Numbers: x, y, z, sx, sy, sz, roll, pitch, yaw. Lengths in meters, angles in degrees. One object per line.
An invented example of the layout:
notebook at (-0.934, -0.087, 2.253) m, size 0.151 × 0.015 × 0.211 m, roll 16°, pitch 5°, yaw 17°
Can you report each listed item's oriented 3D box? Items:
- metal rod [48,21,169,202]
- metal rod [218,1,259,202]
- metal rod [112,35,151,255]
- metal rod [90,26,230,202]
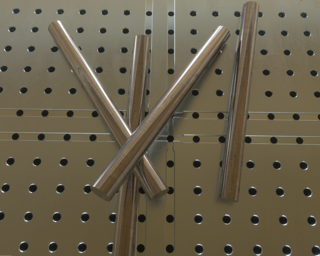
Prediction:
metal rod at (-0.078, -0.038, 0.407) m, size 0.025 × 0.025 × 0.299 m, roll -30°, pitch 66°, yaw -10°
metal rod at (0.112, -0.050, 0.430) m, size 0.025 × 0.025 × 0.299 m, roll 11°, pitch 70°, yaw 4°
metal rod at (-0.035, 0.010, 0.408) m, size 0.025 × 0.025 × 0.299 m, roll 3°, pitch 70°, yaw 1°
metal rod at (0.017, -0.038, 0.389) m, size 0.025 × 0.025 × 0.301 m, roll 30°, pitch 59°, yaw 10°
